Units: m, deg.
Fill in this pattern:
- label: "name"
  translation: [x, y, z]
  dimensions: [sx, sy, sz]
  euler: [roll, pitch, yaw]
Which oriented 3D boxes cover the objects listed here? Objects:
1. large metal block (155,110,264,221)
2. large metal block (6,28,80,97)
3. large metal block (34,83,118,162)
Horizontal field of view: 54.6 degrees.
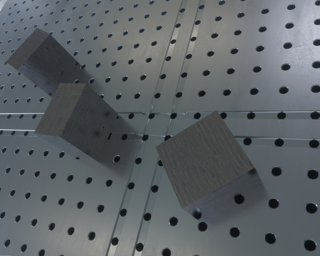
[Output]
- label: "large metal block"
  translation: [0.052, 0.041, 0.340]
  dimensions: [0.080, 0.050, 0.080]
  euler: [-31, 52, 8]
- label: "large metal block"
  translation: [-0.207, -0.116, 0.555]
  dimensions: [0.050, 0.080, 0.080]
  euler: [31, 79, 38]
- label: "large metal block"
  translation: [-0.114, -0.007, 0.439]
  dimensions: [0.050, 0.080, 0.080]
  euler: [6, 65, 31]
